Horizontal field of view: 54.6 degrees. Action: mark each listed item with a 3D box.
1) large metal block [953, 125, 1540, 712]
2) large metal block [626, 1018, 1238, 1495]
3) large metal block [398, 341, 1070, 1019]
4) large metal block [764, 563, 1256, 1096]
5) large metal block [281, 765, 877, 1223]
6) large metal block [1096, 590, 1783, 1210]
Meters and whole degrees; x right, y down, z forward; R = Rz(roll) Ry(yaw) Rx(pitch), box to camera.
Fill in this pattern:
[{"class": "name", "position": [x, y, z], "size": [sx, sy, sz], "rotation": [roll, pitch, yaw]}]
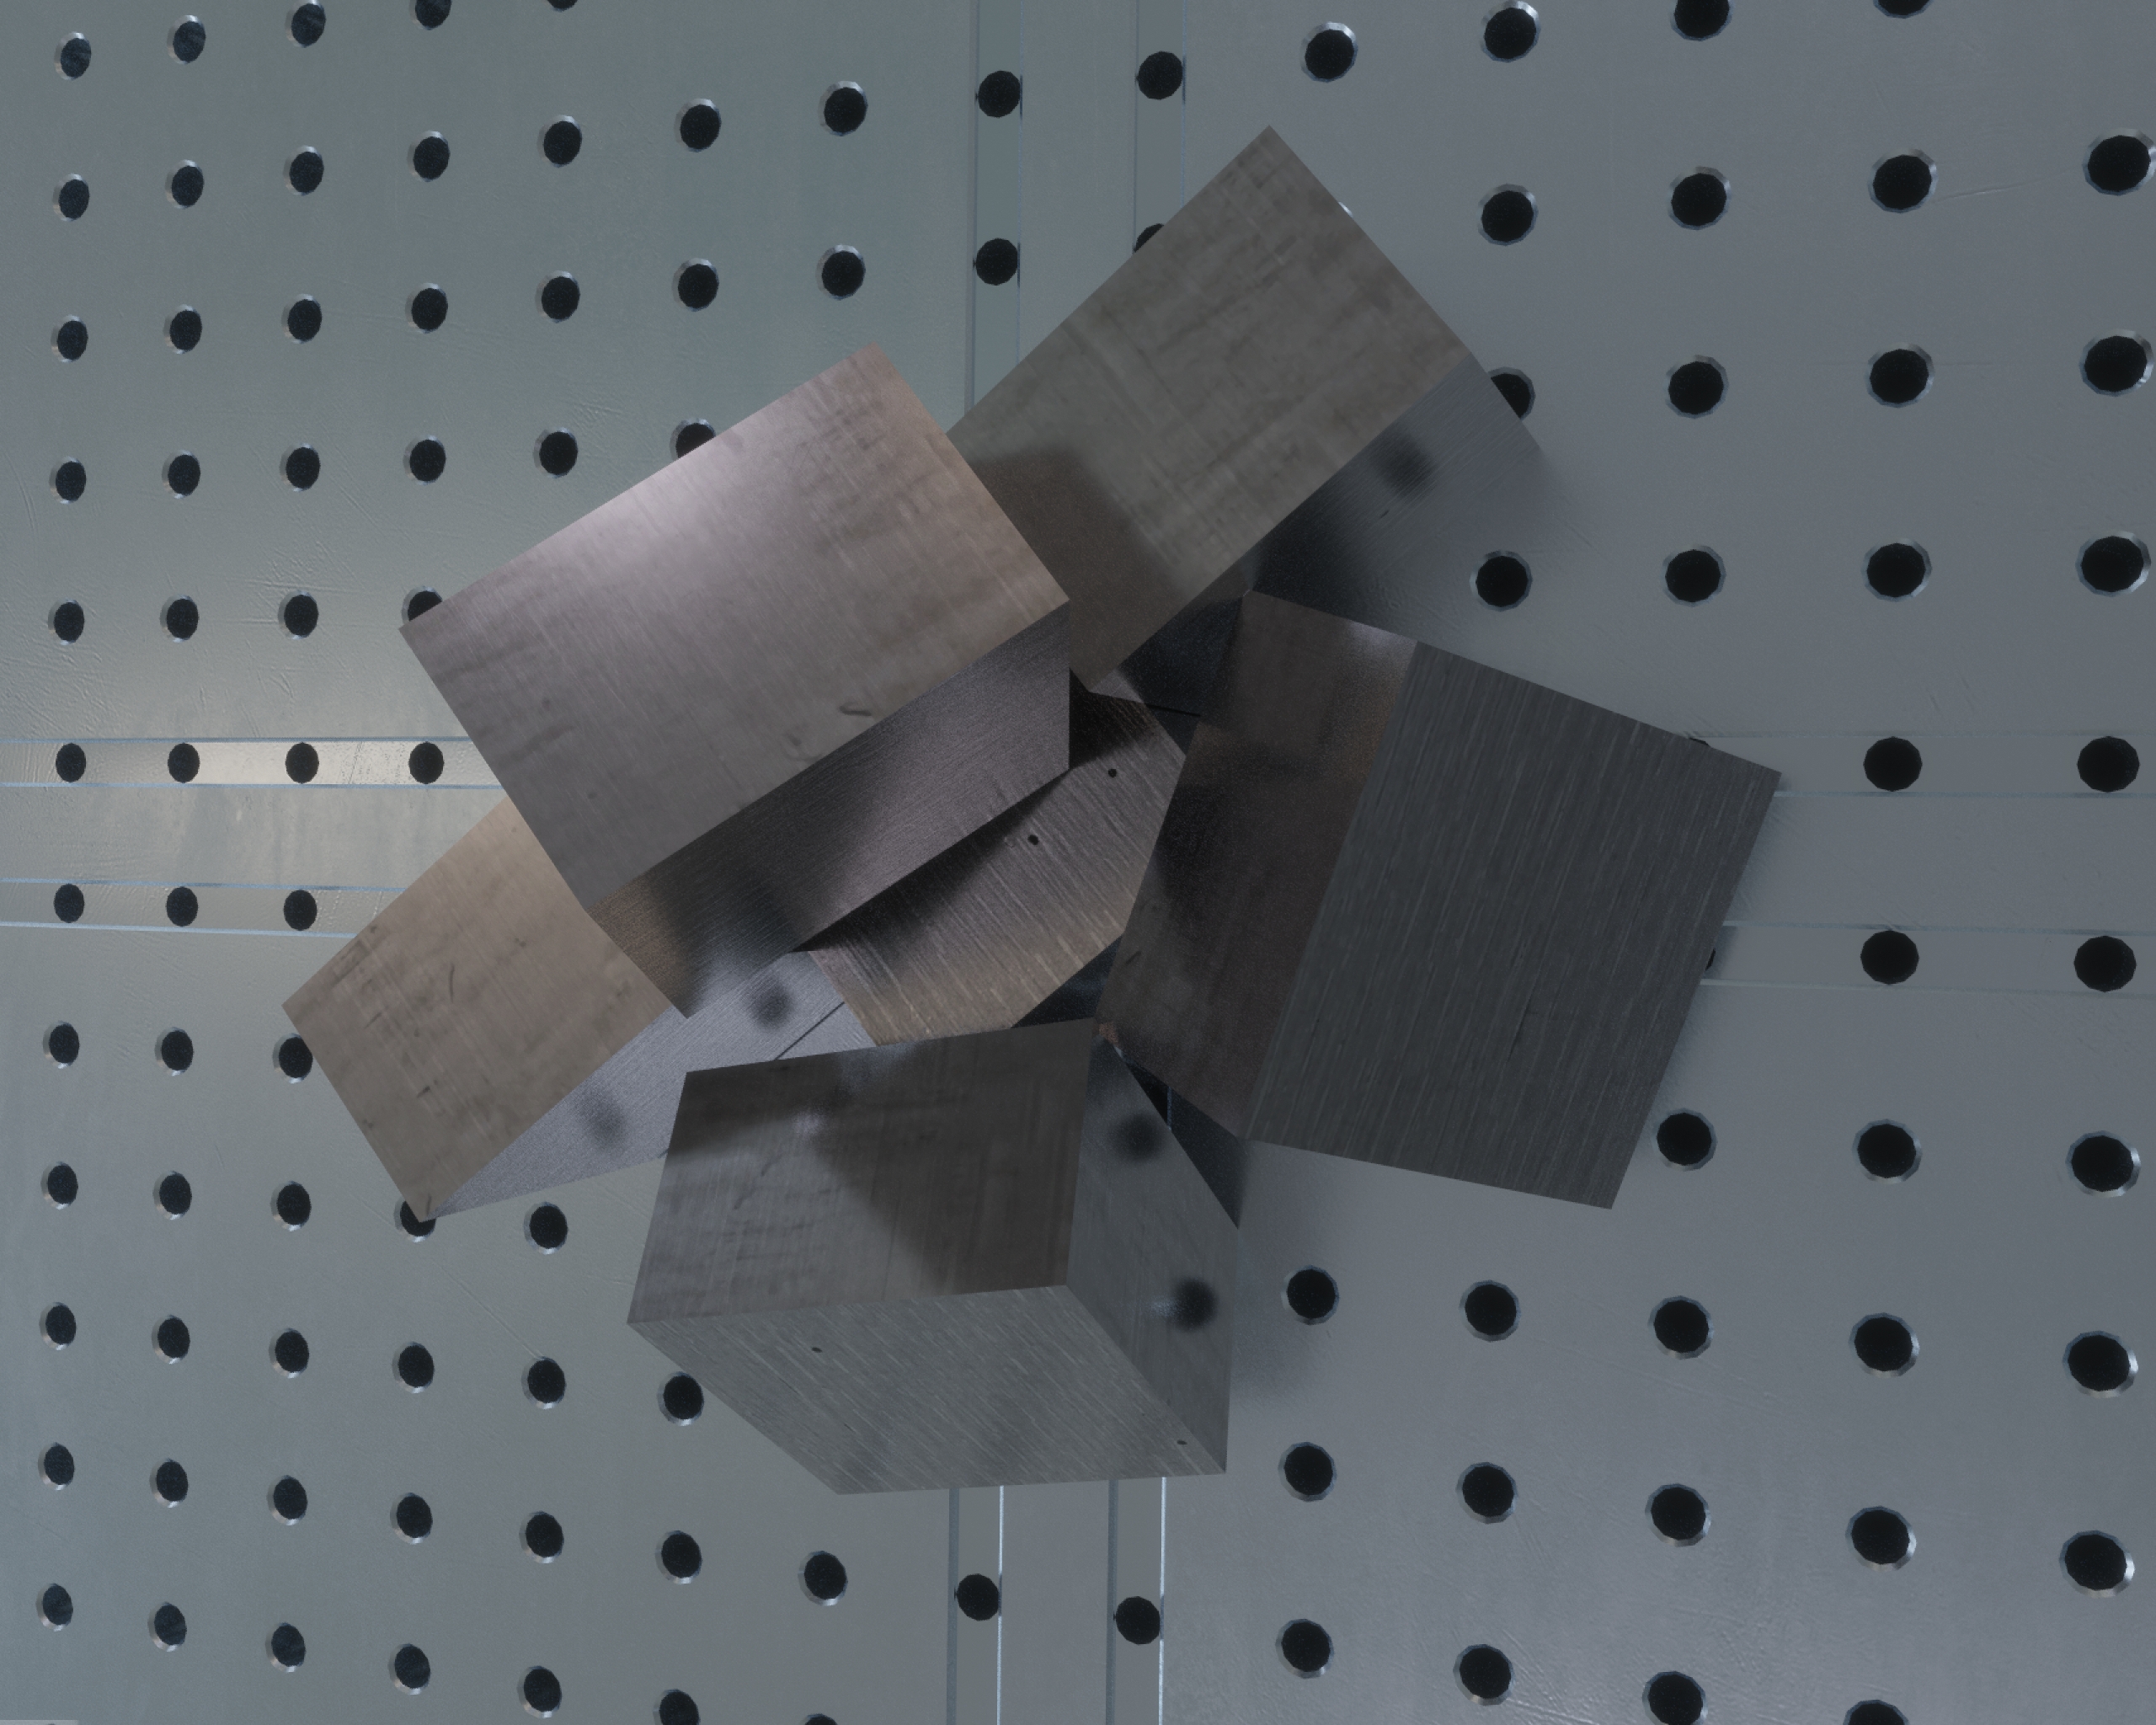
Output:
[{"class": "large metal block", "position": [0.030, -0.073, 0.373], "size": [0.080, 0.080, 0.050], "rotation": [-41, 78, 15]}, {"class": "large metal block", "position": [-0.022, 0.076, 0.384], "size": [0.080, 0.080, 0.050], "rotation": [-9, 51, 20]}, {"class": "large metal block", "position": [-0.049, -0.025, 0.334], "size": [0.080, 0.080, 0.050], "rotation": [-34, 78, -9]}, {"class": "large metal block", "position": [-0.015, -0.011, 0.406], "size": [0.080, 0.050, 0.080], "rotation": [-41, 77, 15]}, {"class": "large metal block", "position": [-0.092, 0.022, 0.415], "size": [0.080, 0.080, 0.050], "rotation": [-40, 78, 15]}, {"class": "large metal block", "position": [0.060, 0.007, 0.355], "size": [0.050, 0.081, 0.080], "rotation": [31, 104, 59]}]
